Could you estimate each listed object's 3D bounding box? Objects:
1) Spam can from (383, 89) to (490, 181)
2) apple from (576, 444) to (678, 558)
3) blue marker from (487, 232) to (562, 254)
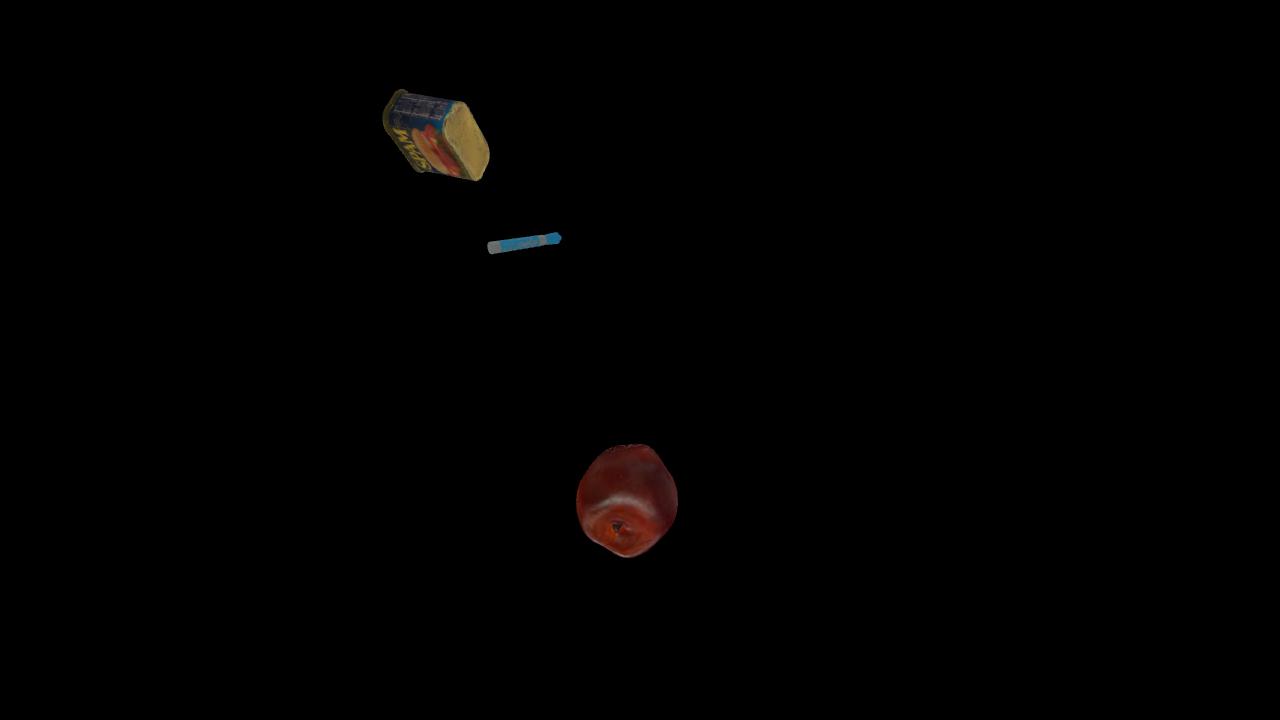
[{"bbox_3d":[-0.237,-0.264,0.731,0.085,0.058,0.101,15,-19,15],"label":"Spam can"},{"bbox_3d":[-0.009,0.105,0.477,0.079,0.079,0.093,0,23,8],"label":"apple"},{"bbox_3d":[-0.176,-0.181,0.951,0.121,0.020,0.020,-17,9,-33],"label":"blue marker"}]
